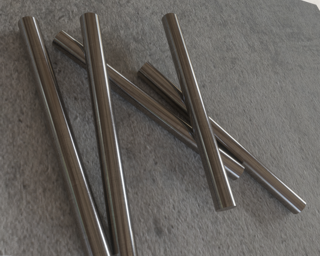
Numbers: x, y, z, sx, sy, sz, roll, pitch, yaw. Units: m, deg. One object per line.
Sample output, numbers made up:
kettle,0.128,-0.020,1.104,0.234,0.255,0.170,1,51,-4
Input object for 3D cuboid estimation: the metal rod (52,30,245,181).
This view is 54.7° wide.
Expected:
metal rod,-0.012,-0.028,0.415,0.301,0.025,0.025,37,51,-4

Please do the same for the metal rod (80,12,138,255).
metal rod,-0.062,-0.003,0.353,0.025,0.025,0.299,-1,68,-29

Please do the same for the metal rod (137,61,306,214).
metal rod,0.087,0.014,0.444,0.300,0.025,0.025,42,51,0

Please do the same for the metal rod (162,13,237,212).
metal rod,0.046,-0.039,0.420,0.025,0.025,0.299,1,61,-28

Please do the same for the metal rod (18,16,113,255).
metal rod,-0.112,-0.003,0.345,0.025,0.025,0.299,-10,67,-33
